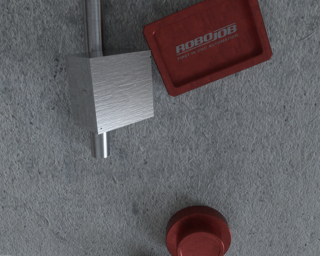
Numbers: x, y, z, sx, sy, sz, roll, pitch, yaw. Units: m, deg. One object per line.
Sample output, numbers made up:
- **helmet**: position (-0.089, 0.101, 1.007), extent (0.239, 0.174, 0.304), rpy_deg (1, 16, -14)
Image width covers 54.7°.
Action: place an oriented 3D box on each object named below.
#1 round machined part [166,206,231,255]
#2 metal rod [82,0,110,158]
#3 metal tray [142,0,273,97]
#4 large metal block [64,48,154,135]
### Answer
- **round machined part**: position (0.058, 0.170, 0.464), extent (0.099, 0.042, 0.097), rpy_deg (0, 110, 0)
- **metal rod**: position (-0.077, -0.104, 0.370), extent (0.025, 0.025, 0.298), rpy_deg (1, 110, -1)
- **metal tray**: position (0.056, -0.103, 0.369), extent (0.130, 0.030, 0.090), rpy_deg (-21, 109, 7)
- **large metal block**: position (-0.055, -0.047, 0.357), extent (0.081, 0.050, 0.079), rpy_deg (-20, 117, -40)
